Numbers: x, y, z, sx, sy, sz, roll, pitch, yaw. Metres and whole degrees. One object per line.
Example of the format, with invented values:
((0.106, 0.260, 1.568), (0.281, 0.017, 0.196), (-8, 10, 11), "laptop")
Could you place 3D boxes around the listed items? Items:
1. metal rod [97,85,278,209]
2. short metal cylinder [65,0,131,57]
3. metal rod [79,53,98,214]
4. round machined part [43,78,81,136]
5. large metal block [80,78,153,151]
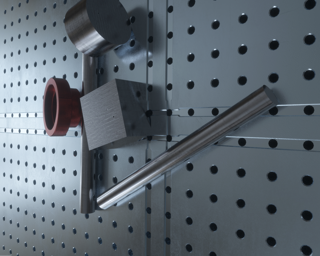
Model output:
((0.013, 0.040, 0.398), (0.299, 0.025, 0.025), (-37, 68, 34), "metal rod")
((-0.088, -0.149, 0.446), (0.050, 0.081, 0.080), (-16, 80, 39), "short metal cylinder")
((-0.116, -0.012, 0.504), (0.025, 0.025, 0.298), (2, 91, 40), "metal rod")
((-0.164, -0.034, 0.523), (0.098, 0.042, 0.097), (-1, 89, 56), "round machined part")
((-0.064, -0.017, 0.447), (0.080, 0.050, 0.080), (-20, 77, 38), "large metal block")
